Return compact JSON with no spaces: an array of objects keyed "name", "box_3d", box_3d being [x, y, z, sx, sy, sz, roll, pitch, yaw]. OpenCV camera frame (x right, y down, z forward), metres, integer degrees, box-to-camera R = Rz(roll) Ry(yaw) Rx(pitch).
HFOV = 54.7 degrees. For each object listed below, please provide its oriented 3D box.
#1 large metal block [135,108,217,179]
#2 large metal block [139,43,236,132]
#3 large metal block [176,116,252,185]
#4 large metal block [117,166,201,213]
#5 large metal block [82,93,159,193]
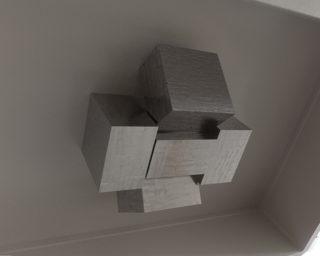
[{"name":"large metal block","box_3d":[0.009,0.016,0.386,0.081,0.080,0.050,1,118,-29]},{"name":"large metal block","box_3d":[0.029,-0.043,0.353,0.081,0.080,0.050,1,155,-29]},{"name":"large metal block","box_3d":[0.066,0.018,0.419,0.050,0.080,0.079,1,118,-29]},{"name":"large metal block","box_3d":[-0.005,0.081,0.410,0.081,0.080,0.050,0,77,-30]},{"name":"large metal block","box_3d":[-0.050,0.014,0.353,0.050,0.080,0.079,1,118,-29]}]
